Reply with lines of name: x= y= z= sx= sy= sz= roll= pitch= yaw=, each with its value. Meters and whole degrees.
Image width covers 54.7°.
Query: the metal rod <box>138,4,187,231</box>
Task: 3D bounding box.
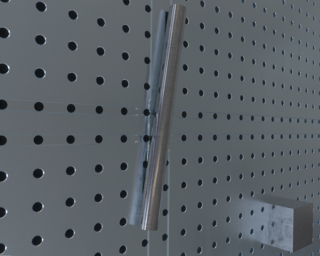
metal rod: x=0.005 y=-0.019 z=0.413 sx=0.025 sy=0.025 sz=0.298 roll=13 pitch=82 yaw=-39

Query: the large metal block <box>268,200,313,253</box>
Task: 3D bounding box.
large metal block: x=0.258 y=0.189 z=0.611 sx=0.081 sy=0.050 sz=0.080 roll=2 pitch=89 yaw=-40
